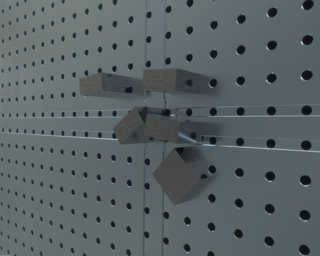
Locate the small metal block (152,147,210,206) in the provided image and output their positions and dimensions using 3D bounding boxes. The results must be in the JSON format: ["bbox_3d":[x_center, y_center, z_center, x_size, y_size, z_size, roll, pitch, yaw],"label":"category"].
[{"bbox_3d":[0.025,0.059,0.387,0.050,0.025,0.050,52,120,27],"label":"small metal block"}]

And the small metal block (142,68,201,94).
[{"bbox_3d":[0.015,-0.056,0.379,0.050,0.050,0.025,7,94,39],"label":"small metal block"}]

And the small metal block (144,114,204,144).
[{"bbox_3d":[0.018,0.000,0.377,0.050,0.050,0.025,14,99,39],"label":"small metal block"}]

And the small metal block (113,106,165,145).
[{"bbox_3d":[-0.025,-0.003,0.412,0.050,0.050,0.025,-42,65,32],"label":"small metal block"}]

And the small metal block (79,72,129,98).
[{"bbox_3d":[-0.083,-0.063,0.459,0.050,0.050,0.025,-5,87,39],"label":"small metal block"}]
